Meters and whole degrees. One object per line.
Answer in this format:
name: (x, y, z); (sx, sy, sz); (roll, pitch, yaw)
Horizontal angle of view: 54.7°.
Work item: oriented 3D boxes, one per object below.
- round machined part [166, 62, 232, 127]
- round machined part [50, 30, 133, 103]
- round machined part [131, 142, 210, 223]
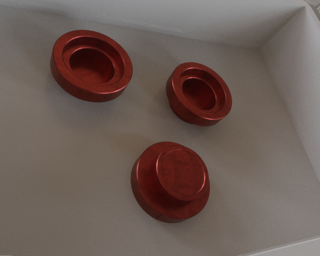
round machined part: (0.052, -0.044, 0.452); (0.099, 0.042, 0.098); (14, 56, -21)
round machined part: (-0.088, -0.073, 0.393); (0.099, 0.042, 0.098); (14, 56, -21)
round machined part: (0.019, 0.060, 0.370); (0.099, 0.042, 0.098); (14, 56, -21)
